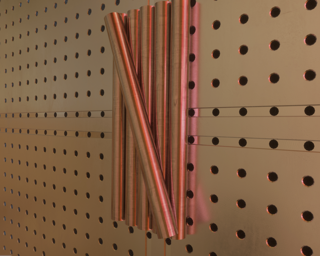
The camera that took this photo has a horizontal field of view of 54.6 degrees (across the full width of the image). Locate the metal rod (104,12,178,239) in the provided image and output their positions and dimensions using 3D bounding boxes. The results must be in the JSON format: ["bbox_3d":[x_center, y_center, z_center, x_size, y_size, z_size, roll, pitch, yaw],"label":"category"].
[{"bbox_3d":[-0.028,-0.013,0.401,0.025,0.025,0.299,-24,75,37],"label":"metal rod"}]

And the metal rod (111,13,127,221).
[{"bbox_3d":[-0.058,-0.015,0.457,0.025,0.025,0.298,1,91,40],"label":"metal rod"}]

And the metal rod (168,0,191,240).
[{"bbox_3d":[0.024,-0.012,0.391,0.025,0.025,0.298,2,91,40],"label":"metal rod"}]

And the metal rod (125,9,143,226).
[{"bbox_3d":[-0.035,-0.014,0.439,0.025,0.025,0.298,1,91,40],"label":"metal rod"}]

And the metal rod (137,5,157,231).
[{"bbox_3d":[-0.017,-0.013,0.423,0.025,0.025,0.298,1,91,40],"label":"metal rod"}]

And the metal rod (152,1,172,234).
[{"bbox_3d":[0.004,-0.013,0.408,0.025,0.025,0.298,1,91,40],"label":"metal rod"}]
